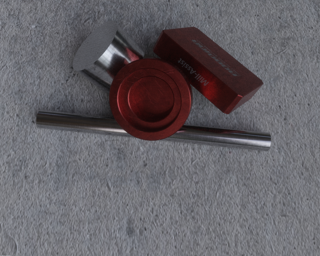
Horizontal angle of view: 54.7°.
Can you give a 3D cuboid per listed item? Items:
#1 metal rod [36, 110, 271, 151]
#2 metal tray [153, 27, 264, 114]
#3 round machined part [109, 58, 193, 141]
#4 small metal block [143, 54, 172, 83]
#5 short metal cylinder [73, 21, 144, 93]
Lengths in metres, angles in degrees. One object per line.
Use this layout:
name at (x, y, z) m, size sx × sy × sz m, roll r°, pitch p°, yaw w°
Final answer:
metal rod at (-0.009, 0.003, 0.408) m, size 0.302 × 0.025 × 0.025 m, roll 6°, pitch 70°, yaw 2°
metal tray at (0.065, -0.081, 0.410) m, size 0.130 × 0.030 × 0.091 m, roll 44°, pitch 37°, yaw 14°
round machined part at (-0.009, -0.037, 0.381) m, size 0.098 × 0.042 × 0.097 m, roll 3°, pitch 105°, yaw 11°
small metal block at (-0.001, -0.068, 0.419) m, size 0.050 × 0.050 × 0.025 m, roll 22°, pitch 72°, yaw 8°
short metal cylinder at (-0.068, -0.093, 0.409) m, size 0.080 × 0.050 × 0.080 m, roll -25°, pitch 45°, yaw 29°
